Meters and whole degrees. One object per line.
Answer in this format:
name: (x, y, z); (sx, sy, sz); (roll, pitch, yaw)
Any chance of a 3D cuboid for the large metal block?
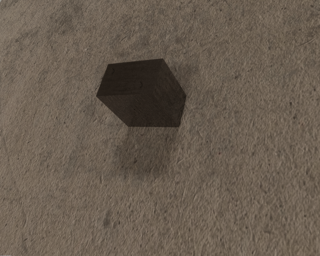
large metal block: (-0.021, -0.042, 0.404); (0.080, 0.080, 0.050); (1, 62, 28)
